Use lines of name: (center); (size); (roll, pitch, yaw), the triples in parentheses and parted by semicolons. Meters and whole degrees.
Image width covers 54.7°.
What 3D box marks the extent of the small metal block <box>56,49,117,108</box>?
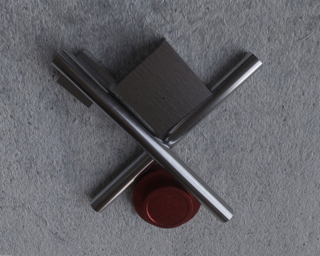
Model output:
small metal block: (-0.091, -0.062, 0.388); (0.050, 0.025, 0.050); (41, 105, -14)

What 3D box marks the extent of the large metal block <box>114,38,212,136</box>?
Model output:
large metal block: (0.003, -0.051, 0.380); (0.080, 0.050, 0.080); (-40, 106, 13)

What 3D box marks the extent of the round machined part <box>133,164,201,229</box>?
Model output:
round machined part: (0.011, 0.102, 0.439); (0.099, 0.042, 0.097); (0, 110, -1)

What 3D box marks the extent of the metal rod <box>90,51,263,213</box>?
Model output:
metal rod: (0.013, 0.014, 0.418); (0.025, 0.025, 0.299); (43, 104, -15)

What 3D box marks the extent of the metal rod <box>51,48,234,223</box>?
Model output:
metal rod: (-0.011, 0.020, 0.391); (0.025, 0.025, 0.300); (-42, 105, 13)
